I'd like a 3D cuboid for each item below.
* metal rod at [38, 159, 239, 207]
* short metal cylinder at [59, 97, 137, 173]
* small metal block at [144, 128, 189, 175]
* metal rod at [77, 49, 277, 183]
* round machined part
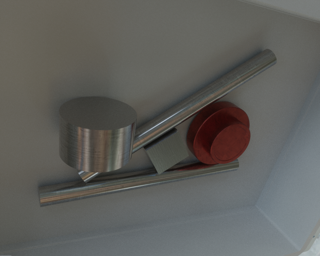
[{"bbox_3d":[-0.013,0.071,0.446,0.303,0.025,0.025,-5,121,-26],"label":"metal rod"},{"bbox_3d":[-0.068,0.005,0.339,0.081,0.080,0.050,-5,121,-26],"label":"short metal cylinder"},{"bbox_3d":[0.006,0.029,0.429,0.050,0.025,0.050,-31,129,-8],"label":"small metal block"},{"bbox_3d":[0.027,-0.020,0.411,0.301,0.025,0.025,-32,129,-8],"label":"metal rod"},{"bbox_3d":[0.093,0.014,0.455,0.099,0.042,0.097,-14,125,-21],"label":"round machined part"}]
